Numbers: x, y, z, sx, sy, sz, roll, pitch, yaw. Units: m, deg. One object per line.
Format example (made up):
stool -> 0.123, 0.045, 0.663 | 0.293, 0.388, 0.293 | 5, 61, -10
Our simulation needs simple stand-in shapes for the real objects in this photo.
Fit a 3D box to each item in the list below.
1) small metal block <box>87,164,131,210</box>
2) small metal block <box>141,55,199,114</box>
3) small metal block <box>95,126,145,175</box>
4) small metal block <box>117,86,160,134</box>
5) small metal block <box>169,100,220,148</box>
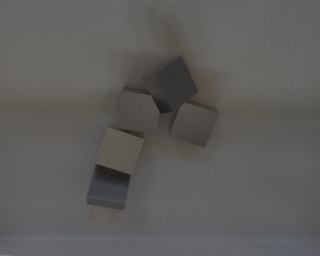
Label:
small metal block -> -0.069, 0.081, 0.424 | 0.050, 0.050, 0.025 | 11, 144, -4
small metal block -> 0.013, -0.053, 0.377 | 0.050, 0.025, 0.050 | -41, 112, -33
small metal block -> -0.053, 0.029, 0.414 | 0.050, 0.025, 0.050 | 19, 90, -7
small metal block -> -0.026, -0.023, 0.402 | 0.050, 0.025, 0.050 | 9, 110, -4
small metal block -> 0.044, -0.008, 0.409 | 0.050, 0.025, 0.050 | 18, 109, -7
